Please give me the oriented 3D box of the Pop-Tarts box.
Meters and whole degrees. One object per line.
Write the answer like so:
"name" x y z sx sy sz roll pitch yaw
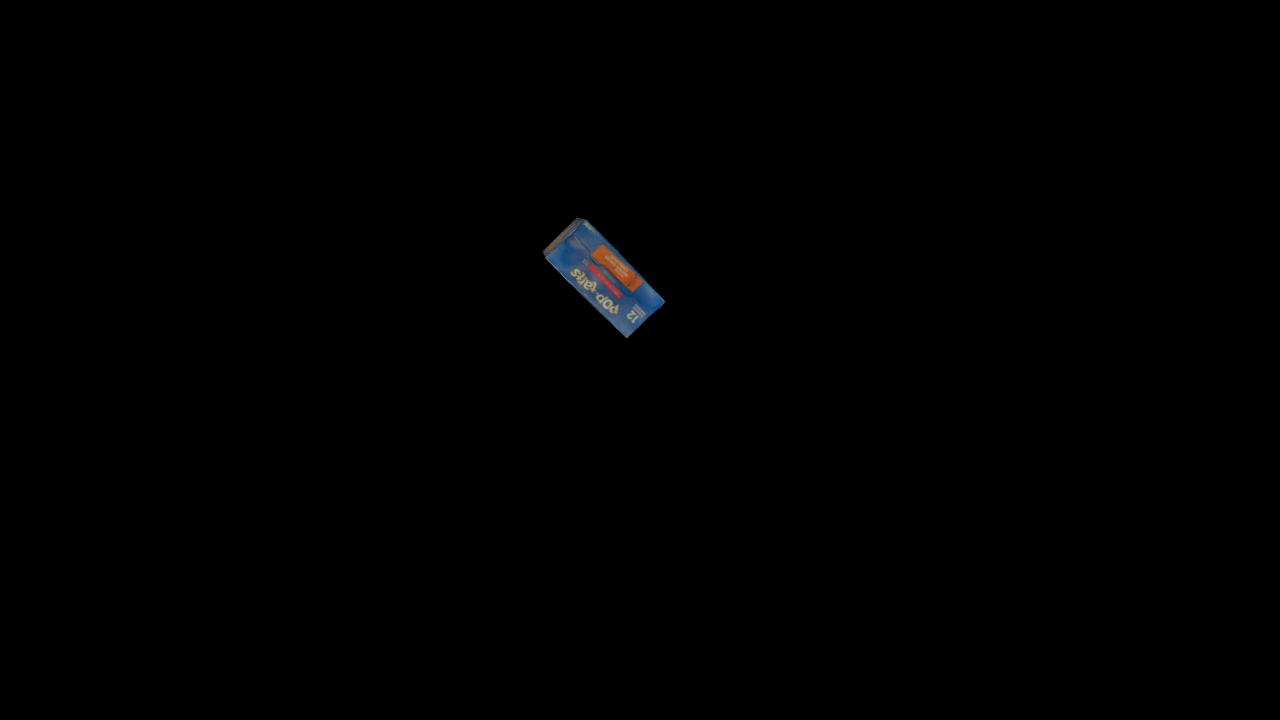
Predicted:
"Pop-Tarts box" -0.059 -0.129 0.935 0.167 0.083 0.141 44 3 -17
